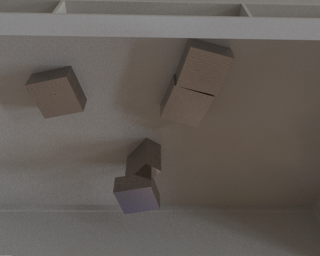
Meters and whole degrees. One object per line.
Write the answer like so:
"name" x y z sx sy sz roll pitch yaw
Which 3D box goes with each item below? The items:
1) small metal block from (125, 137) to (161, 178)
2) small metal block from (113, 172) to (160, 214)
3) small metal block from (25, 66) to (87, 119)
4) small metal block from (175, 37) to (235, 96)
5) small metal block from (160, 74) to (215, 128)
"small metal block" -0.024 0.050 0.435 0.025 0.050 0.050 30 124 -24
"small metal block" -0.030 0.089 0.419 0.050 0.025 0.050 -10 130 8
"small metal block" -0.123 -0.042 0.371 0.050 0.025 0.050 -10 130 8
"small metal block" 0.049 -0.069 0.351 0.050 0.025 0.050 12 129 -11
"small metal block" 0.032 -0.033 0.382 0.050 0.025 0.050 14 129 -13
